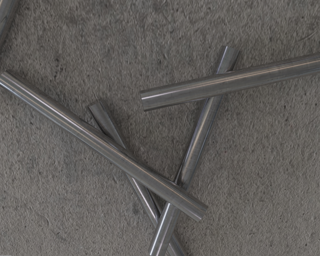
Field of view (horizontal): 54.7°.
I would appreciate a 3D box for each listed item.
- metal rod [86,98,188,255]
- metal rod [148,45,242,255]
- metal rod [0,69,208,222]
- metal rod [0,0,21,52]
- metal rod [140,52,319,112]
[{"bbox_3d":[-0.021,0.095,0.444,0.025,0.025,0.299,-23,109,8],"label":"metal rod"},{"bbox_3d":[0.041,0.041,0.410,0.025,0.025,0.298,17,103,-6],"label":"metal rod"},{"bbox_3d":[-0.070,0.023,0.391,0.301,0.025,0.025,35,107,-2],"label":"metal rod"},{"bbox_3d":[-0.181,-0.136,0.357,0.025,0.025,0.298,29,107,-10],"label":"metal rod"},{"bbox_3d":[0.126,-0.063,0.364,0.302,0.025,0.025,-13,110,-5],"label":"metal rod"}]
